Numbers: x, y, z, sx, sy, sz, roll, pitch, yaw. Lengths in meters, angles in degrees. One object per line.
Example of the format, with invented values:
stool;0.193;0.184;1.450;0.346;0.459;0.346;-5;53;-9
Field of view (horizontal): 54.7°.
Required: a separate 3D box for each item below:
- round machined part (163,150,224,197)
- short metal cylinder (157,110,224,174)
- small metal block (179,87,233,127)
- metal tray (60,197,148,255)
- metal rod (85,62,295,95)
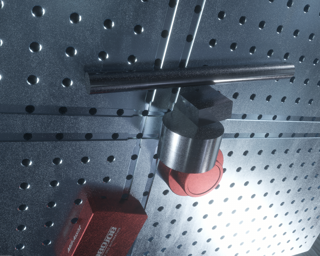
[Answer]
round machined part;0.057;0.067;0.475;0.099;0.042;0.097;-14;125;-21
short metal cylinder;0.039;0.016;0.409;0.081;0.080;0.050;-6;121;-26
small metal block;0.060;-0.029;0.412;0.050;0.050;0.025;-15;124;-21
metal tray;-0.086;0.167;0.466;0.091;0.030;0.129;16;110;-35
metal rod;0.057;-0.068;0.402;0.303;0.025;0.025;-8;122;-25
